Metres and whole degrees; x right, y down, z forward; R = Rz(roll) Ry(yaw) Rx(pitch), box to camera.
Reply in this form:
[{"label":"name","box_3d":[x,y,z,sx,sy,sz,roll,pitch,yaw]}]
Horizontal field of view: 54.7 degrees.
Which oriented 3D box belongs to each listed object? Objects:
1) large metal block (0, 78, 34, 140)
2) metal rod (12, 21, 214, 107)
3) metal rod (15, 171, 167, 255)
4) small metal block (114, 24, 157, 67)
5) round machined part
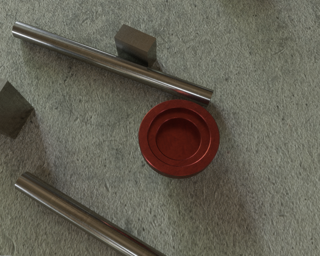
[{"label":"large metal block","box_3d":[-0.221,-0.034,0.389,0.080,0.080,0.050,21,72,7]},{"label":"metal rod","box_3d":[-0.071,-0.093,0.441,0.301,0.025,0.025,21,71,7]},{"label":"metal rod","box_3d":[-0.039,0.135,0.358,0.301,0.025,0.025,28,72,9]},{"label":"small metal block","box_3d":[-0.033,-0.112,0.435,0.050,0.050,0.025,26,72,9]},{"label":"round machined part","box_3d":[0.023,0.016,0.393,0.099,0.042,0.098,0,70,-1]}]
